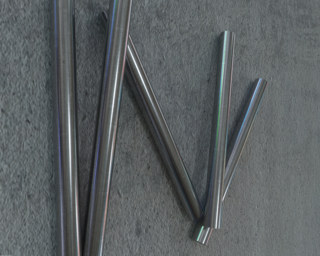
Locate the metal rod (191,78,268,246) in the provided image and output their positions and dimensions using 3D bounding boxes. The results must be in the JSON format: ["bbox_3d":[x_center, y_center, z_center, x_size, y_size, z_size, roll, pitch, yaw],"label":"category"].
[{"bbox_3d":[0.120,0.043,0.508,0.025,0.025,0.300,41,65,-33],"label":"metal rod"}]

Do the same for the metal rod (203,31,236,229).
[{"bbox_3d":[0.091,-0.005,0.469,0.025,0.025,0.299,16,75,-39],"label":"metal rod"}]

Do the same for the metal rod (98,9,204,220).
[{"bbox_3d":[-0.004,-0.005,0.403,0.025,0.025,0.299,-36,113,-34],"label":"metal rod"}]

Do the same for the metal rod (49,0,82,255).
[{"bbox_3d":[-0.098,0.014,0.323,0.025,0.025,0.298,-2,92,-40],"label":"metal rod"}]

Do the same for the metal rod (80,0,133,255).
[{"bbox_3d":[-0.058,-0.008,0.339,0.025,0.025,0.298,6,92,-40],"label":"metal rod"}]
